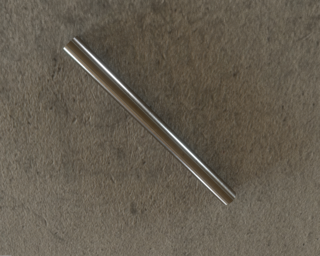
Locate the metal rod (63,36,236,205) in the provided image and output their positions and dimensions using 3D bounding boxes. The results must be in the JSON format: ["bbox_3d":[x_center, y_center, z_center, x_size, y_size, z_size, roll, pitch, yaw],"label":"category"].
[{"bbox_3d":[-0.004,0.000,0.409,0.025,0.025,0.300,-42,105,13],"label":"metal rod"}]
